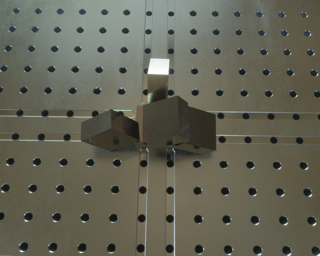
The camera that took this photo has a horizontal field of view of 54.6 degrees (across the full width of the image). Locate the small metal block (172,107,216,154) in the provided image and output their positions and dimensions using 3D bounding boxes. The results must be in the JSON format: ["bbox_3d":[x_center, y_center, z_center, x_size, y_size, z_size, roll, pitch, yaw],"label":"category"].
[{"bbox_3d":[0.045,0.003,0.399,0.050,0.025,0.050,14,67,-28],"label":"small metal block"}]

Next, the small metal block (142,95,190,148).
[{"bbox_3d":[0.007,-0.006,0.375,0.050,0.025,0.050,-13,66,30],"label":"small metal block"}]

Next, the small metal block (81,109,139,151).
[{"bbox_3d":[-0.062,0.004,0.386,0.050,0.050,0.025,-21,61,29],"label":"small metal block"}]

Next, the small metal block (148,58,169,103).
[{"bbox_3d":[-0.002,-0.058,0.409,0.025,0.050,0.050,3,34,2],"label":"small metal block"}]

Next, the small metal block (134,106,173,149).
[{"bbox_3d":[-0.006,-0.001,0.412,0.050,0.025,0.050,2,70,1],"label":"small metal block"}]
